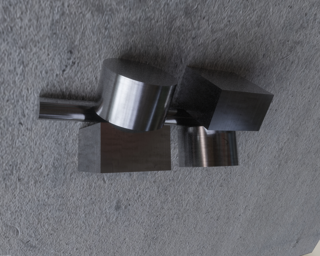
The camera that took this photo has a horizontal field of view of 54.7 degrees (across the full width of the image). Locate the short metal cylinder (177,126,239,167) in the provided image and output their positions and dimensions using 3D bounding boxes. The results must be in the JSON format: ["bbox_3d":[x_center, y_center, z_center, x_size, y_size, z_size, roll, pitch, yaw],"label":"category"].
[{"bbox_3d":[0.064,0.026,0.416,0.081,0.080,0.050,2,83,-29],"label":"short metal cylinder"}]

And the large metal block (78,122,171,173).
[{"bbox_3d":[-0.043,0.024,0.356,0.081,0.080,0.050,2,83,-30],"label":"large metal block"}]

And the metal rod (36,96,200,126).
[{"bbox_3d":[0.002,-0.016,0.402,0.303,0.025,0.025,2,118,-30],"label":"metal rod"}]

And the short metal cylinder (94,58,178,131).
[{"bbox_3d":[-0.027,-0.038,0.334,0.081,0.080,0.050,3,117,-30],"label":"short metal cylinder"}]

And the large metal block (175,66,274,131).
[{"bbox_3d":[0.079,-0.038,0.392,0.081,0.080,0.050,1,118,-29],"label":"large metal block"}]
